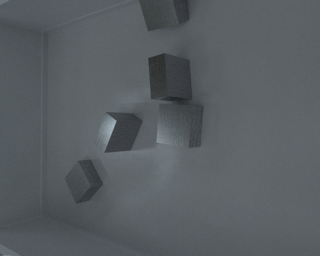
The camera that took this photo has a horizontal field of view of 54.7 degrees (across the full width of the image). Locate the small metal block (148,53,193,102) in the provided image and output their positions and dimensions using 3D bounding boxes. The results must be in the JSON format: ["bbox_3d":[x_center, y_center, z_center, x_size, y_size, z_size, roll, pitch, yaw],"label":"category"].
[{"bbox_3d":[0.013,-0.060,0.380,0.025,0.050,0.050,-7,86,40],"label":"small metal block"}]

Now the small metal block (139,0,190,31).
[{"bbox_3d":[0.004,-0.154,0.391,0.050,0.025,0.050,2,118,40],"label":"small metal block"}]

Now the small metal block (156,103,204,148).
[{"bbox_3d":[0.025,-0.004,0.387,0.050,0.025,0.050,7,95,39],"label":"small metal block"}]

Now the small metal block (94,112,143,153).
[{"bbox_3d":[-0.058,0.006,0.439,0.025,0.050,0.050,36,113,34],"label":"small metal block"}]

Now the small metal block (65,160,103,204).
[{"bbox_3d":[-0.126,0.088,0.512,0.050,0.025,0.050,-48,62,29],"label":"small metal block"}]
